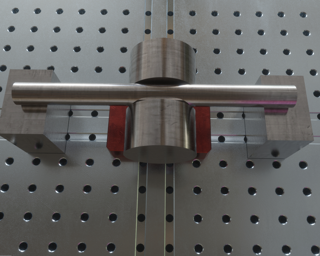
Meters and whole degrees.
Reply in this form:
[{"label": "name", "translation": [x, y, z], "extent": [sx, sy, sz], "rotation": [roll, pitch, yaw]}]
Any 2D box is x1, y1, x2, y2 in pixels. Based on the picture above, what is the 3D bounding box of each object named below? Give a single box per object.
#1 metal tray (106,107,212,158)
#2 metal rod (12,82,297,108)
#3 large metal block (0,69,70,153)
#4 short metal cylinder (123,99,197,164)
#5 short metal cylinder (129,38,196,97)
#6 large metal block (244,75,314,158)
[{"label": "metal tray", "translation": [0.000, -0.008, 0.412], "extent": [0.131, 0.030, 0.090], "rotation": [1, 70, 0]}, {"label": "metal rod", "translation": [-0.006, -0.036, 0.339], "extent": [0.302, 0.025, 0.025], "rotation": [1, 70, 0]}, {"label": "large metal block", "translation": [-0.151, -0.018, 0.387], "extent": [0.050, 0.080, 0.080], "rotation": [1, 70, 0]}, {"label": "short metal cylinder", "translation": [0.001, 0.007, 0.348], "extent": [0.080, 0.080, 0.050], "rotation": [1, 70, 0]}, {"label": "short metal cylinder", "translation": [0.003, -0.064, 0.374], "extent": [0.080, 0.080, 0.050], "rotation": [1, 70, 0]}, {"label": "large metal block", "translation": [0.142, -0.011, 0.386], "extent": [0.050, 0.080, 0.080], "rotation": [1, 70, 0]}]
